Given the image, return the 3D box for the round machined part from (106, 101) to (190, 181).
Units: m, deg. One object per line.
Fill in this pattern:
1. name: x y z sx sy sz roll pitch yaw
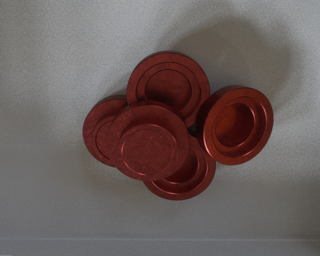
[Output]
1. round machined part: -0.014 0.020 0.361 0.099 0.042 0.097 0 110 -1

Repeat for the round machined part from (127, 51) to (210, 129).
1. round machined part: 0.010 -0.046 0.384 0.099 0.042 0.097 0 110 -1

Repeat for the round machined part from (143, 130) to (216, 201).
1. round machined part: 0.023 0.045 0.417 0.099 0.042 0.097 0 110 -1

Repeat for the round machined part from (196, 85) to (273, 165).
1. round machined part: 0.088 -0.006 0.388 0.099 0.042 0.097 -7 109 -20

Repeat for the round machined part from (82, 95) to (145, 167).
1. round machined part: -0.051 0.009 0.401 0.099 0.042 0.097 0 110 -1
